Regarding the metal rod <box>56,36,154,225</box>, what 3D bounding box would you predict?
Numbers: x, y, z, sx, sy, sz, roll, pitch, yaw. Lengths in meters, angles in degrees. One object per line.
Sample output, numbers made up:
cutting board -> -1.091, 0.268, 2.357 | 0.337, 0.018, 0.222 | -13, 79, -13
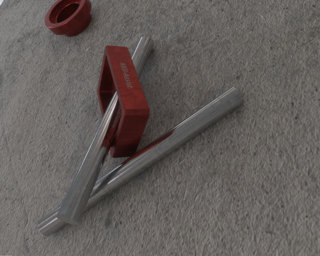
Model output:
metal rod -> -0.061, -0.019, 0.418 | 0.025, 0.025, 0.300 | -2, 52, 27

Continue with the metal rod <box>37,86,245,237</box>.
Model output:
metal rod -> -0.027, 0.044, 0.390 | 0.300, 0.025, 0.025 | -35, 51, 5

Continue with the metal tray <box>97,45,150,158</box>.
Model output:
metal tray -> -0.054, -0.037, 0.415 | 0.030, 0.089, 0.130 | -2, 49, -23

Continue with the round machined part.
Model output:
round machined part -> -0.178, -0.224, 0.624 | 0.098, 0.042, 0.098 | -13, 56, 21
